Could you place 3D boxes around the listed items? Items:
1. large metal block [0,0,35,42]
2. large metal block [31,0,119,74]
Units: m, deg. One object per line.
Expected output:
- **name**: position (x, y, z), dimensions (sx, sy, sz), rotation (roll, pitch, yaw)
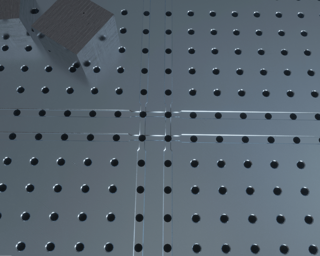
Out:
- **large metal block**: position (-0.237, -0.176, 0.460), dimensions (0.081, 0.050, 0.080), rotation (-5, 70, -2)
- **large metal block**: position (-0.120, -0.140, 0.448), dimensions (0.080, 0.050, 0.080), rotation (33, 73, 11)
